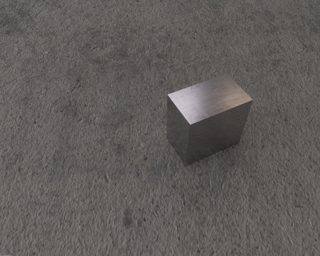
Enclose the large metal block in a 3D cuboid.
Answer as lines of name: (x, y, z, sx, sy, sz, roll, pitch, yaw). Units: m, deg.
large metal block: (0.056, -0.009, 0.375, 0.081, 0.080, 0.050, -21, 53, -17)
